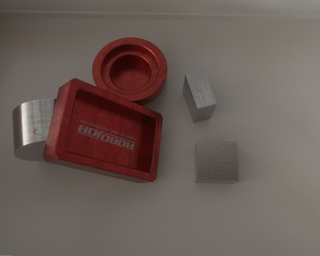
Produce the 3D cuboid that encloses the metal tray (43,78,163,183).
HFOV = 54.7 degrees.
[{"bbox_3d":[-0.059,0.008,0.362,0.131,0.030,0.090,21,65,-36],"label":"metal tray"}]

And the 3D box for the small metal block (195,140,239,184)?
[{"bbox_3d":[0.071,0.044,0.395,0.050,0.025,0.050,2,70,0],"label":"small metal block"}]

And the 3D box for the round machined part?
[{"bbox_3d":[-0.040,-0.072,0.426,0.099,0.042,0.098,0,70,-1],"label":"round machined part"}]

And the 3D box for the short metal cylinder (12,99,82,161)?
[{"bbox_3d":[-0.135,0.005,0.377,0.081,0.080,0.050,-11,71,-4],"label":"short metal cylinder"}]

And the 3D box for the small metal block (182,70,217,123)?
[{"bbox_3d":[0.051,-0.041,0.412,0.025,0.050,0.050,-15,71,-6],"label":"small metal block"}]
